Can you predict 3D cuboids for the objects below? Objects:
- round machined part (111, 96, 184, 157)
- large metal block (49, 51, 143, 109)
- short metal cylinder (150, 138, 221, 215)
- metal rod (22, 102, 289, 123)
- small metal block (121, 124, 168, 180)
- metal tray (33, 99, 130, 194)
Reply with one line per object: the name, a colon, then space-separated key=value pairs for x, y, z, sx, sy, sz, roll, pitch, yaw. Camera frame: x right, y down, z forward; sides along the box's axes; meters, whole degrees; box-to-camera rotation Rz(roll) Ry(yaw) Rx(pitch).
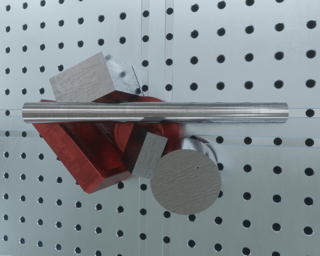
round machined part: x=-0.021 y=0.006 z=0.413 sx=0.098 sy=0.042 sz=0.097 roll=0 pitch=90 yaw=19
large metal block: x=-0.081 y=-0.053 z=0.409 sx=0.080 sy=0.080 sz=0.050 roll=-22 pitch=83 yaw=18
short metal cylinder: x=0.031 y=0.057 z=0.375 sx=0.080 sy=0.050 sz=0.079 roll=1 pitch=102 yaw=4
metal rod: x=-0.005 y=-0.018 z=0.363 sx=0.302 sy=0.025 sz=0.025 roll=0 pitch=90 yaw=0
small metal block: x=-0.020 y=0.025 z=0.359 sx=0.025 sy=0.050 sz=0.050 roll=19 pitch=96 yaw=-24
metal tray: x=-0.102 y=0.021 z=0.412 sx=0.030 sy=0.090 sz=0.130 roll=-45 pitch=76 yaw=14
